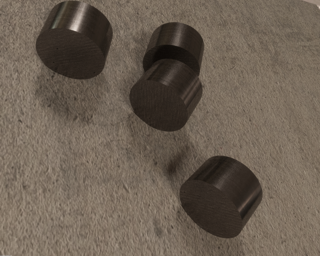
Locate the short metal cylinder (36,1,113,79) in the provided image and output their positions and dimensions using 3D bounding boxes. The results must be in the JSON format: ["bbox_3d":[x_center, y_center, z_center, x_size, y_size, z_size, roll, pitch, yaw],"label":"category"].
[{"bbox_3d":[-0.102,-0.105,0.379,0.081,0.080,0.050,19,54,-18],"label":"short metal cylinder"}]

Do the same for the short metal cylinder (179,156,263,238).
[{"bbox_3d":[0.070,0.079,0.360,0.080,0.080,0.050,48,51,5],"label":"short metal cylinder"}]

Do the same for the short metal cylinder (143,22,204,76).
[{"bbox_3d":[0.020,-0.102,0.444,0.080,0.080,0.050,24,53,-14],"label":"short metal cylinder"}]

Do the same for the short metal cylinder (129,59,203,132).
[{"bbox_3d":[0.008,-0.042,0.400,0.080,0.080,0.050,37,51,-4],"label":"short metal cylinder"}]
